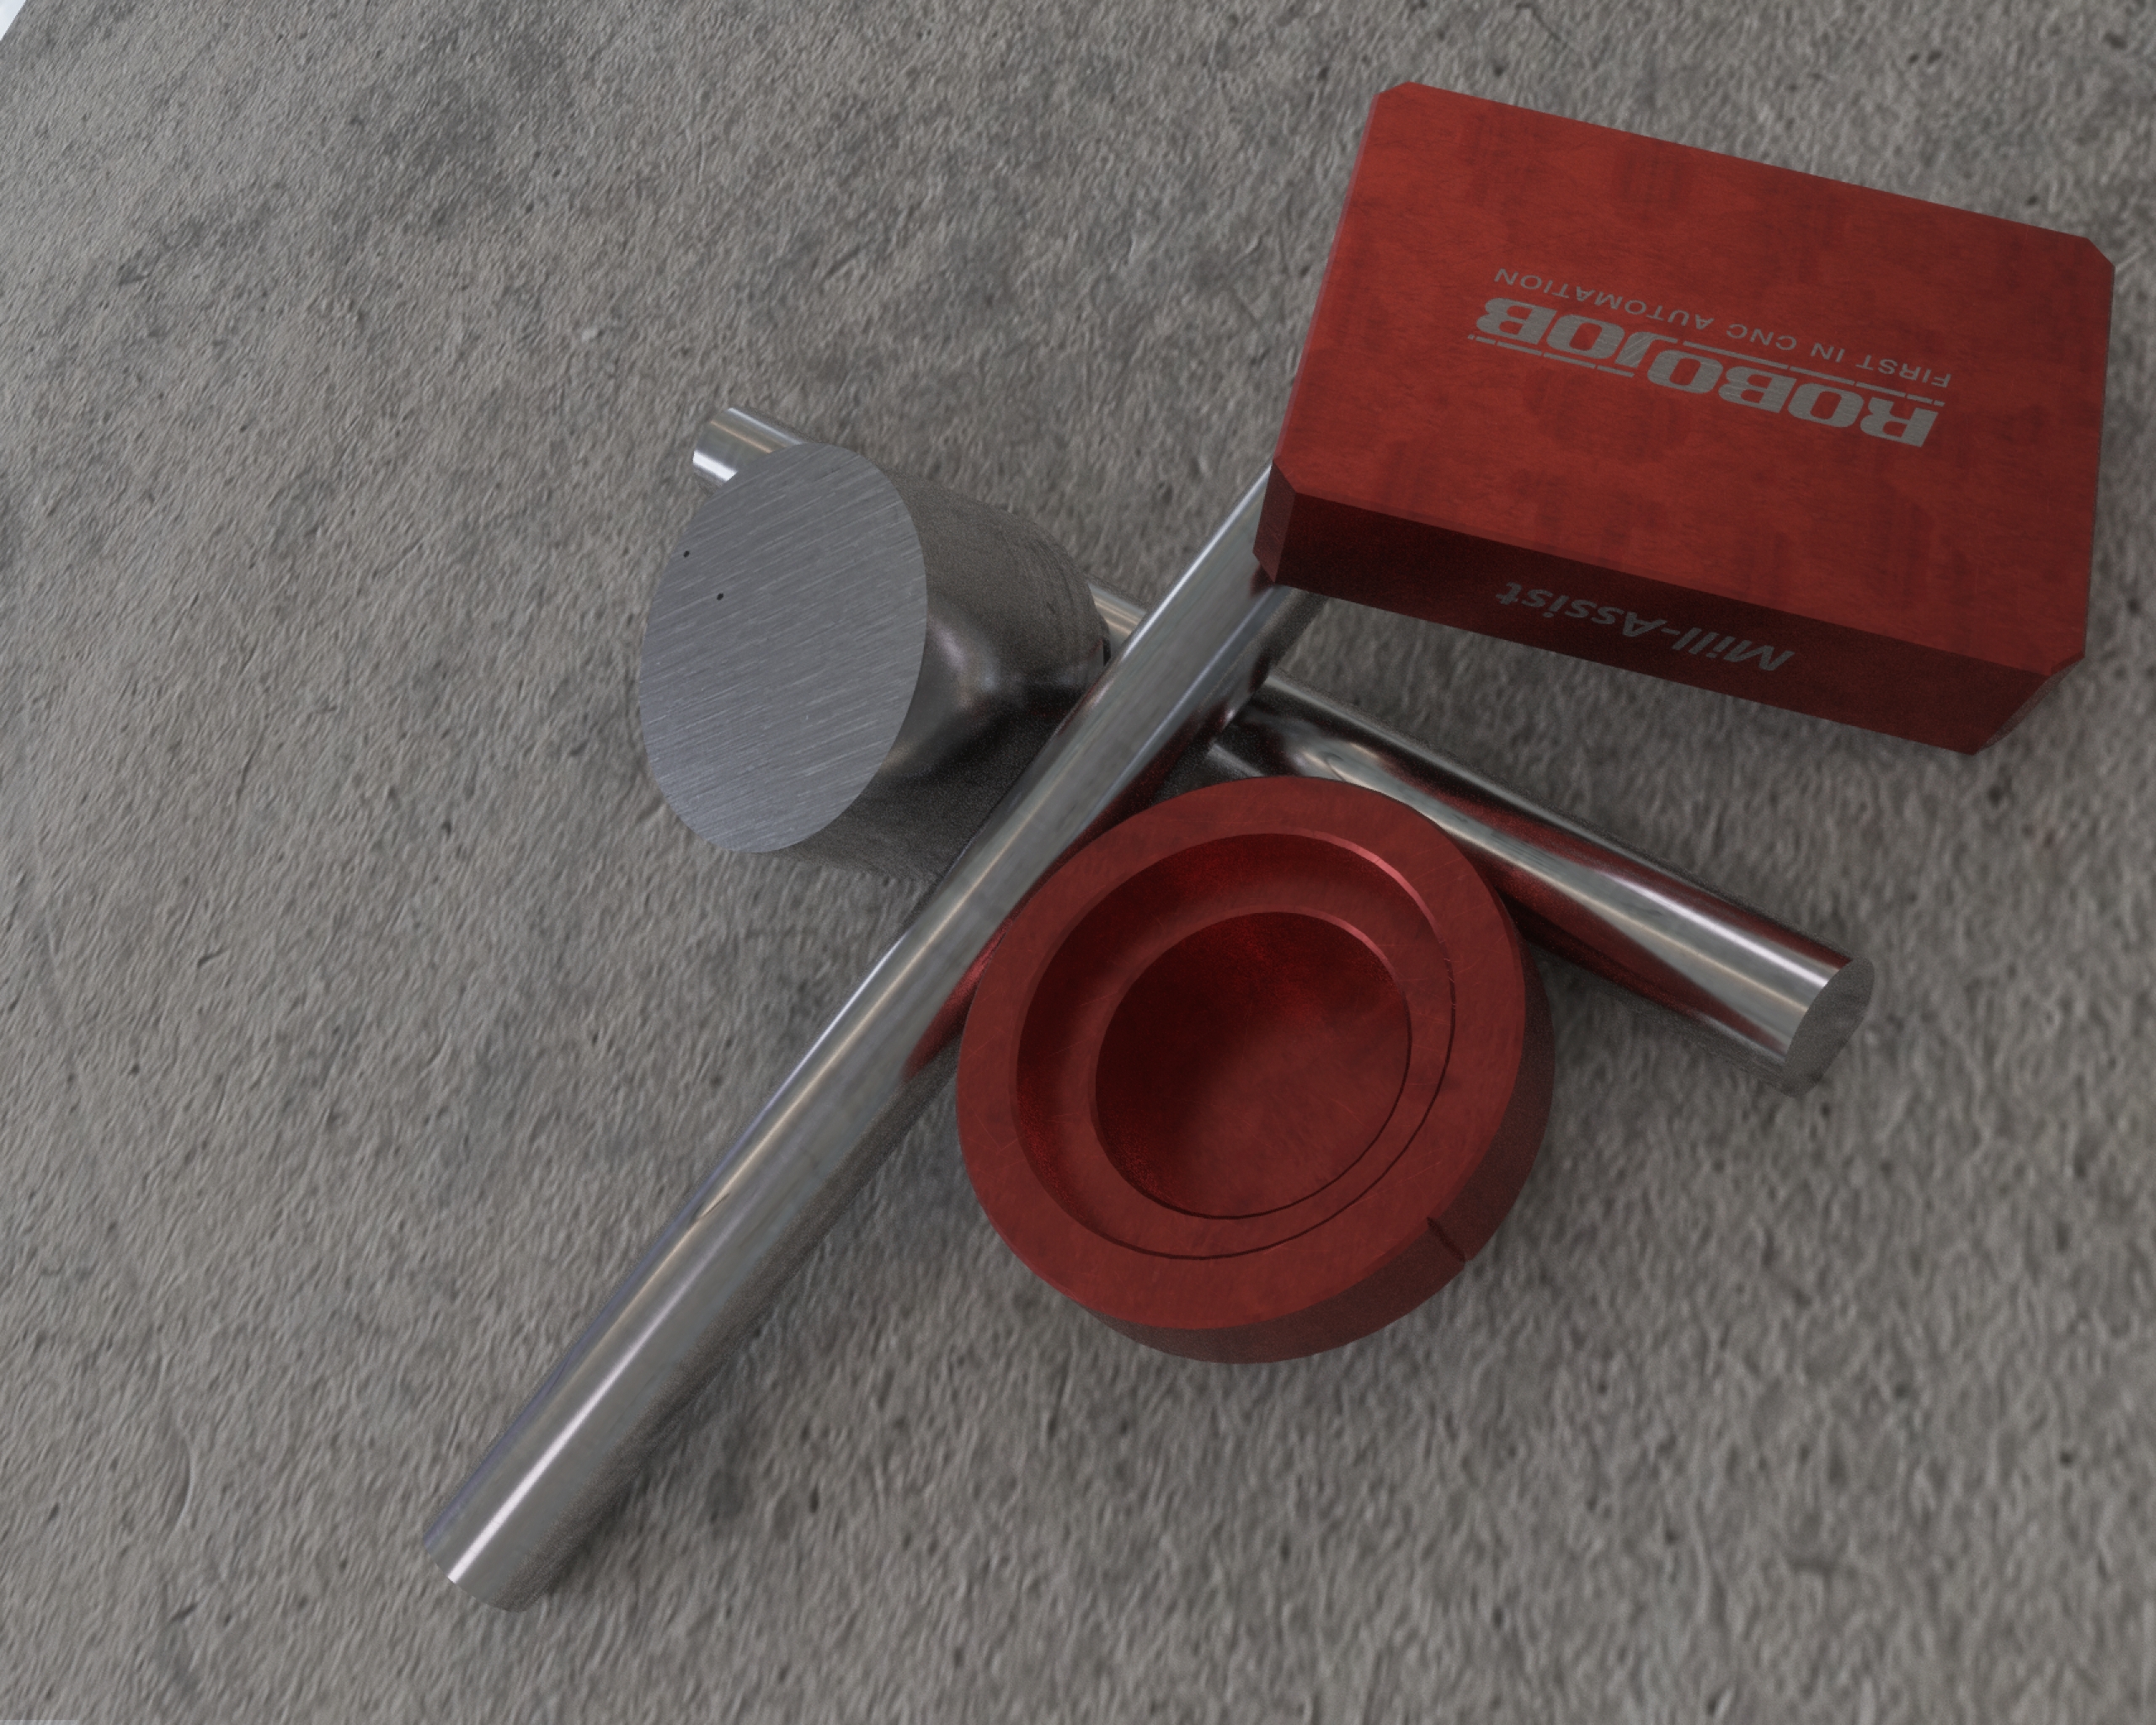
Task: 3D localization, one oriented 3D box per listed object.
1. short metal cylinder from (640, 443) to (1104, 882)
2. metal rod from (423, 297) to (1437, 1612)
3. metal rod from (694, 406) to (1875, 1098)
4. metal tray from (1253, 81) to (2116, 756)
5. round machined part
[{"bbox_3d":[-0.042,-0.038,0.418,0.080,0.050,0.080,-8,77,39],"label":"short metal cylinder"},{"bbox_3d":[-0.017,0.012,0.385,0.300,0.025,0.025,-52,52,0],"label":"metal rod"},{"bbox_3d":[0.017,-0.037,0.420,0.300,0.025,0.025,32,80,38],"label":"metal rod"},{"bbox_3d":[0.104,-0.078,0.359,0.131,0.030,0.090,15,66,4],"label":"metal tray"},{"bbox_3d":[0.033,0.037,0.354,0.098,0.042,0.098,-13,56,21],"label":"round machined part"}]
